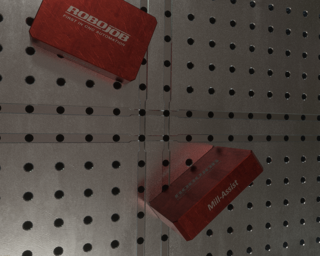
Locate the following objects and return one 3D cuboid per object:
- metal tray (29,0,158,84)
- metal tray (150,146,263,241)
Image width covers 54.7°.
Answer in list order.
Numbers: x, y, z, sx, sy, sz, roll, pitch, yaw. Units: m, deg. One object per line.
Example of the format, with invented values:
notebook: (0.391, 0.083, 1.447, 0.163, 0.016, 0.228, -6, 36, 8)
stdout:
metal tray: (-0.079, -0.121, 0.381, 0.131, 0.030, 0.090, 22, 82, -19)
metal tray: (0.057, 0.077, 0.400, 0.131, 0.090, 0.030, -38, 103, -16)
